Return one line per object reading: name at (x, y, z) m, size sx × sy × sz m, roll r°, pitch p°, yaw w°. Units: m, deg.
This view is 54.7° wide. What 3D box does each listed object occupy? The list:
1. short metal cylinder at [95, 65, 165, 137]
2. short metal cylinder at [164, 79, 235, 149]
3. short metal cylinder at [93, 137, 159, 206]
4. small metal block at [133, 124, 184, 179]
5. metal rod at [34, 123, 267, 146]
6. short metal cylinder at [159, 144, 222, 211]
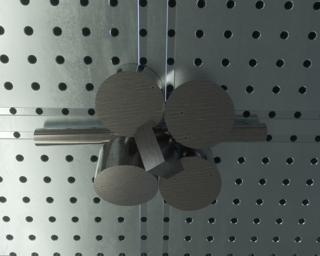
short metal cylinder at (-0.035, -0.035, 0.383) m, size 0.081 × 0.050 × 0.079 m, roll 0°, pitch 110°, yaw 0°
short metal cylinder at (0.045, -0.015, 0.377) m, size 0.081 × 0.050 × 0.080 m, roll 0°, pitch 87°, yaw 0°
short metal cylinder at (-0.042, 0.057, 0.404) m, size 0.081 × 0.050 × 0.079 m, roll -1°, pitch 130°, yaw -1°
small metal block at (-0.001, 0.029, 0.369) m, size 0.025 × 0.050 × 0.050 m, roll -32°, pitch 149°, yaw 17°
metal rod at (-0.012, 0.009, 0.412) m, size 0.302 × 0.025 × 0.025 m, roll -1°, pitch 110°, yaw 0°
short metal cylinder at (0.039, 0.064, 0.420) m, size 0.081 × 0.050 × 0.079 m, roll 0°, pitch 110°, yaw 0°
